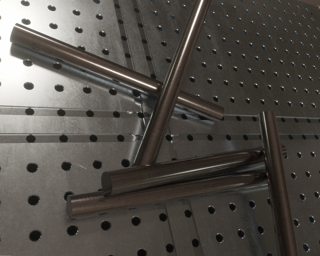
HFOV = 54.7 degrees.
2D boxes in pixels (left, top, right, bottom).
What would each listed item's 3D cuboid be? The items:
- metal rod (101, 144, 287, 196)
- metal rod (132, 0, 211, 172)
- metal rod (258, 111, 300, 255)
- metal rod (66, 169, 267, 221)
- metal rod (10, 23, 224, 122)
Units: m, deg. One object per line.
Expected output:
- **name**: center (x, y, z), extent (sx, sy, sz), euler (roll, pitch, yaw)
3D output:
- **metal rod**: center (0.068, 0.047, 0.403), extent (0.303, 0.025, 0.025), euler (-5, 64, -36)
- **metal rod**: center (0.024, -0.077, 0.430), extent (0.025, 0.025, 0.300), euler (26, 64, -13)
- **metal rod**: center (0.159, 0.117, 0.401), extent (0.025, 0.025, 0.299), euler (10, 64, -23)
- **metal rod**: center (0.041, 0.075, 0.385), extent (0.303, 0.025, 0.025), euler (-2, 63, -30)
- **metal rod**: center (-0.045, -0.069, 0.427), extent (0.302, 0.025, 0.025), euler (20, 54, -17)
